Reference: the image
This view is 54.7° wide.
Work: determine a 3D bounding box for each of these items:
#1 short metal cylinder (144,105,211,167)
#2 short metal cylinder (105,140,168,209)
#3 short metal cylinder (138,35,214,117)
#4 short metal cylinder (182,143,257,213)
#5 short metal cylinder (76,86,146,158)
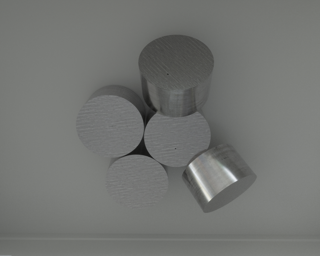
[{"bbox_3d":[0.021,0.003,0.397,0.081,0.050,0.079,0,110,-1],"label":"short metal cylinder"},{"bbox_3d":[-0.030,0.061,0.418,0.081,0.050,0.079,0,110,-1],"label":"short metal cylinder"},{"bbox_3d":[0.018,-0.059,0.351,0.081,0.080,0.050,-3,149,0],"label":"short metal cylinder"},{"bbox_3d":[0.076,0.065,0.399,0.081,0.050,0.080,-25,149,-16],"label":"short metal cylinder"},{"bbox_3d":[-0.059,-0.009,0.391,0.081,0.050,0.079,0,110,-1],"label":"short metal cylinder"}]
